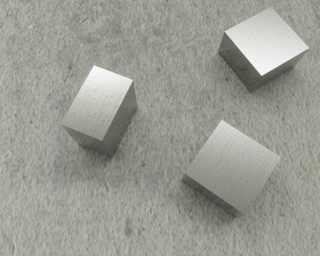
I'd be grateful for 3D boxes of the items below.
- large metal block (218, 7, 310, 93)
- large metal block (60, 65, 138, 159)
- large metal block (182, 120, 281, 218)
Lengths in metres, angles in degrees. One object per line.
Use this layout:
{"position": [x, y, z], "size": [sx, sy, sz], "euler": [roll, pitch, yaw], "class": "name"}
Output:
{"position": [0.142, -0.110, 0.437], "size": [0.080, 0.050, 0.080], "euler": [-30, 73, -11], "class": "large metal block"}
{"position": [-0.070, -0.016, 0.384], "size": [0.050, 0.080, 0.080], "euler": [22, 71, 7], "class": "large metal block"}
{"position": [0.084, 0.051, 0.377], "size": [0.080, 0.050, 0.080], "euler": [34, 73, 11], "class": "large metal block"}
